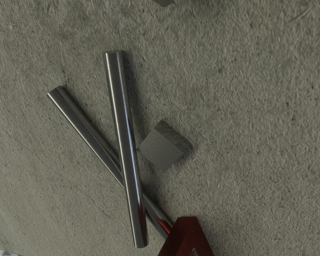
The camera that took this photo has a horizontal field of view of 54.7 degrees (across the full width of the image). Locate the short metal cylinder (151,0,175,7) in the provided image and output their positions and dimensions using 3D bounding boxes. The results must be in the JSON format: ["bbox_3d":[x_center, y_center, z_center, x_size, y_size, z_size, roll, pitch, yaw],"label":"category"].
[{"bbox_3d":[0.000,-0.157,0.273,0.050,0.080,0.079,33,129,6],"label":"short metal cylinder"}]

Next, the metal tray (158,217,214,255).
[{"bbox_3d":[0.049,0.212,0.469,0.030,0.090,0.129,-12,112,33],"label":"metal tray"}]

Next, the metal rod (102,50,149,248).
[{"bbox_3d":[-0.044,0.044,0.434,0.025,0.025,0.298,5,114,25],"label":"metal rod"}]

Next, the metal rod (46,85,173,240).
[{"bbox_3d":[-0.066,0.063,0.478,0.025,0.025,0.299,-29,103,37],"label":"metal rod"}]

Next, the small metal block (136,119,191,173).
[{"bbox_3d":[0.004,0.025,0.419,0.050,0.025,0.050,40,129,1],"label":"small metal block"}]
